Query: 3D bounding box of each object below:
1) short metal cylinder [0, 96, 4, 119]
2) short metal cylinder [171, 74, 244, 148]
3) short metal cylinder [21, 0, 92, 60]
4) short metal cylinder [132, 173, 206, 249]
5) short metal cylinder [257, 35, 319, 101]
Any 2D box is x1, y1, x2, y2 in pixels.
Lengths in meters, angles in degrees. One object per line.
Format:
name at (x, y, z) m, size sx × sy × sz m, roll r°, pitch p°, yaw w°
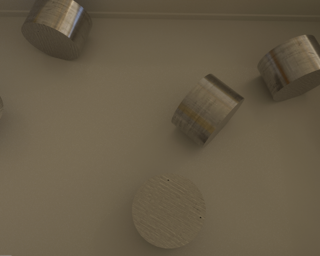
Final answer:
short metal cylinder at (-0.243, -0.019, 0.379) m, size 0.080 × 0.050 × 0.080 m, roll 28°, pitch 43°, yaw -29°
short metal cylinder at (0.060, -0.021, 0.389) m, size 0.050 × 0.080 × 0.080 m, roll 41°, pitch 75°, yaw 13°
short metal cylinder at (-0.141, -0.138, 0.429) m, size 0.080 × 0.080 × 0.050 m, roll 15°, pitch 71°, yaw 5°
short metal cylinder at (0.010, 0.097, 0.361) m, size 0.081 × 0.050 × 0.080 m, roll 0°, pitch 70°, yaw 0°
short metal cylinder at (0.178, -0.077, 0.411) m, size 0.081 × 0.080 × 0.050 m, roll -18°, pitch 71°, yaw -7°
